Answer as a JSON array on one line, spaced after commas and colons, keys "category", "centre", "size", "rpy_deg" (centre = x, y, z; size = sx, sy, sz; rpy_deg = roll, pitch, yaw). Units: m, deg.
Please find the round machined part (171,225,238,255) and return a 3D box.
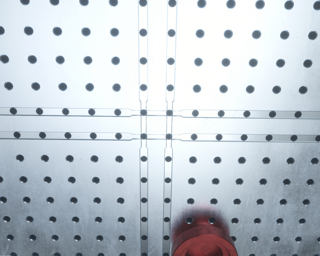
[{"category": "round machined part", "centre": [0.066, 0.189, 0.475], "size": [0.099, 0.042, 0.097], "rpy_deg": [0, 110, 0]}]
